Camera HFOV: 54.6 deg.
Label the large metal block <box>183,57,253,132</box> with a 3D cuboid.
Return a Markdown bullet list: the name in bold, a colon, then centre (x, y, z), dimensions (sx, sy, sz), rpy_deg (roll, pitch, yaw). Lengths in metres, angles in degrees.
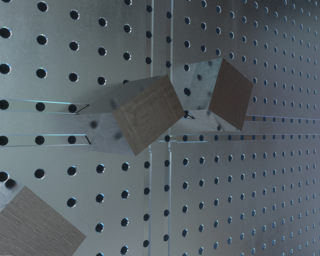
- **large metal block**: centre (0.088, -0.047, 0.465), dimensions (0.080, 0.050, 0.080), rpy_deg (28, 73, -36)

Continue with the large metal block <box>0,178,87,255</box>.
- **large metal block**: centre (-0.131, 0.105, 0.283), dimensions (0.080, 0.050, 0.080), rpy_deg (-52, 121, -27)

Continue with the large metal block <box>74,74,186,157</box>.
- **large metal block**: centre (-0.034, -0.015, 0.344), dimensions (0.080, 0.080, 0.050), rpy_deg (-39, 114, -33)
